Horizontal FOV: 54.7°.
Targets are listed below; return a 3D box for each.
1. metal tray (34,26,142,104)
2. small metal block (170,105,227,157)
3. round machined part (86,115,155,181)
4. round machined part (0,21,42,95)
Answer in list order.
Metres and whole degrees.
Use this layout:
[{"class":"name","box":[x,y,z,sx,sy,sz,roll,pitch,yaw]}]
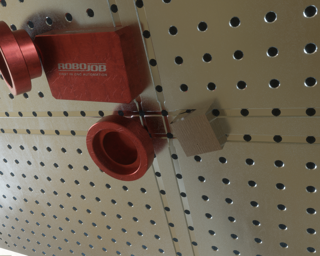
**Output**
[{"class":"metal tray","box":[-0.094,-0.081,0.405,0.130,0.030,0.089,5,121,25]},{"class":"small metal block","box":[0.049,0.005,0.388,0.050,0.025,0.050,-17,110,34]},{"class":"round machined part","box":[-0.052,0.024,0.441,0.098,0.042,0.097,13,124,20]},{"class":"round machined part","box":[-0.196,-0.097,0.424,0.098,0.042,0.097,39,143,39]}]
